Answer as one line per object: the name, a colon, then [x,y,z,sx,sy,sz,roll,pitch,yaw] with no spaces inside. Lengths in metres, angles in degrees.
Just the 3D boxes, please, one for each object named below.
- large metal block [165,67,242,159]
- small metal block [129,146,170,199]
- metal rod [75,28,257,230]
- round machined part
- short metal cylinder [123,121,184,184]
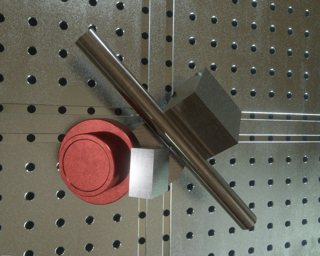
large metal block: [0.057,-0.020,0.394,0.080,0.050,0.080,48,32,-14]
small metal block: [-0.010,0.046,0.336,0.025,0.050,0.050,3,89,20]
metal rod: [0.017,0.012,0.362,0.025,0.025,0.300,-45,104,-14]
round machined part: [-0.072,0.038,0.346,0.098,0.042,0.097,1,94,18]
short metal cylinder: [-0.013,0.031,0.390,0.081,0.050,0.079,0,90,-20]
